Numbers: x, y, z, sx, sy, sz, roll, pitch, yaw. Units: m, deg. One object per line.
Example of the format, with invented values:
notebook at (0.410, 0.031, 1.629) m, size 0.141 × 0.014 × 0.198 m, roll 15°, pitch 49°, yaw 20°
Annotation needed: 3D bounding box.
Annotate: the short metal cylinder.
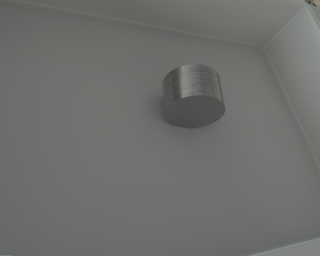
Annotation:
short metal cylinder at (0.045, -0.041, 0.422) m, size 0.081 × 0.080 × 0.050 m, roll 11°, pitch 57°, yaw -23°
